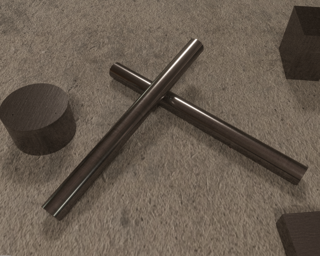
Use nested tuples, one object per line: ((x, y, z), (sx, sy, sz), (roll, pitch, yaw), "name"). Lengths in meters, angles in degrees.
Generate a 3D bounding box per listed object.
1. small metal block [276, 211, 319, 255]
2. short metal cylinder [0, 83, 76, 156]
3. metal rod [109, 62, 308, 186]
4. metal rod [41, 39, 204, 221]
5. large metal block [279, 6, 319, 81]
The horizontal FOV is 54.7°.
((0.152, 0.113, 0.310), (0.050, 0.025, 0.050), (-3, 50, -3), "small metal block")
((-0.153, -0.012, 0.395), (0.081, 0.050, 0.080), (0, 50, 0), "short metal cylinder")
((0.048, -0.017, 0.417), (0.300, 0.025, 0.025), (32, 57, 23), "metal rod")
((-0.031, -0.015, 0.391), (0.025, 0.025, 0.301), (28, 62, 21), "metal rod")
((0.228, -0.131, 0.480), (0.050, 0.080, 0.080), (5, 50, 3), "large metal block")
